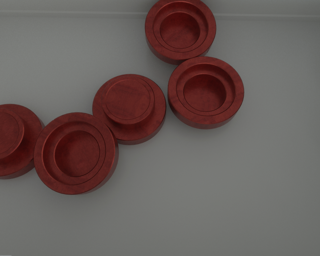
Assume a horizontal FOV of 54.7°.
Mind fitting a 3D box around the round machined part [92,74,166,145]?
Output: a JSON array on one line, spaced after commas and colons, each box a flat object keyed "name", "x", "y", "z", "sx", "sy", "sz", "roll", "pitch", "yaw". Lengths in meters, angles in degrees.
[{"name": "round machined part", "x": -0.041, "y": -0.030, "z": 0.411, "sx": 0.099, "sy": 0.042, "sz": 0.098, "roll": 0, "pitch": 70, "yaw": -1}]

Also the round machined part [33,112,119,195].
[{"name": "round machined part", "x": -0.099, "y": 0.033, "z": 0.382, "sx": 0.099, "sy": 0.042, "sz": 0.098, "roll": -1, "pitch": 77, "yaw": 5}]

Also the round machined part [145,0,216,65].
[{"name": "round machined part", "x": 0.028, "y": -0.136, "z": 0.445, "sx": 0.099, "sy": 0.042, "sz": 0.097, "roll": 0, "pitch": 80, "yaw": -1}]

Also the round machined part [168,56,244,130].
[{"name": "round machined part", "x": 0.059, "y": -0.044, "z": 0.417, "sx": 0.099, "sy": 0.042, "sz": 0.098, "roll": 0, "pitch": 70, "yaw": -1}]

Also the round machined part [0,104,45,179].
[{"name": "round machined part", "x": -0.199, "y": 0.013, "z": 0.393, "sx": 0.099, "sy": 0.042, "sz": 0.098, "roll": 0, "pitch": 70, "yaw": -1}]
